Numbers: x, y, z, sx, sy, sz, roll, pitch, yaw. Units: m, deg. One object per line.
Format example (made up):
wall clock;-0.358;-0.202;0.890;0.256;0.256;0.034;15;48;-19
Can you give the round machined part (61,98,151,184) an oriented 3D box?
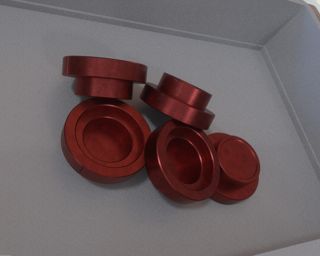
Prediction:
round machined part;-0.061;0.017;0.349;0.099;0.042;0.098;14;56;-21

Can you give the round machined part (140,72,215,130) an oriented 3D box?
round machined part;0.027;-0.038;0.397;0.098;0.042;0.098;25;11;-5

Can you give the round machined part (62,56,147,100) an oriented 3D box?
round machined part;-0.066;-0.057;0.370;0.099;0.098;0.042;2;96;-27

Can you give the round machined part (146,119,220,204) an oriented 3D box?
round machined part;0.022;0.041;0.366;0.099;0.042;0.098;21;55;-34

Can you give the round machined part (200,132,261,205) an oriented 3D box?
round machined part;0.094;0.049;0.415;0.099;0.042;0.098;14;56;-21
